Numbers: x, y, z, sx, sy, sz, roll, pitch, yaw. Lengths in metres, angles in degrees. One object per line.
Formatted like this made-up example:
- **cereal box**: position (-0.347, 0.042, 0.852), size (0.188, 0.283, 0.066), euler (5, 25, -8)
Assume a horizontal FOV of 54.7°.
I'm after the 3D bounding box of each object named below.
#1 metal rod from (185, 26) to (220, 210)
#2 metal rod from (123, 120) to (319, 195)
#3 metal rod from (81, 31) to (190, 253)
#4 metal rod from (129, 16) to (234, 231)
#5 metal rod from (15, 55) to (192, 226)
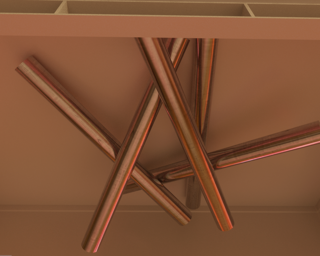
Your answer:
- **metal rod**: position (0.052, 0.012, 0.419), size (0.025, 0.025, 0.298), euler (-1, 130, 0)
- **metal rod**: position (0.056, 0.049, 0.414), size (0.300, 0.025, 0.025), euler (-20, 128, 30)
- **metal rod**: position (-0.037, 0.031, 0.375), size (0.025, 0.025, 0.298), euler (19, 109, -15)
- **metal rod**: position (0.038, 0.019, 0.362), size (0.025, 0.025, 0.299), euler (-17, 122, 14)
- **metal rod**: position (-0.058, 0.030, 0.400), size (0.025, 0.025, 0.300), euler (-33, 113, 24)
